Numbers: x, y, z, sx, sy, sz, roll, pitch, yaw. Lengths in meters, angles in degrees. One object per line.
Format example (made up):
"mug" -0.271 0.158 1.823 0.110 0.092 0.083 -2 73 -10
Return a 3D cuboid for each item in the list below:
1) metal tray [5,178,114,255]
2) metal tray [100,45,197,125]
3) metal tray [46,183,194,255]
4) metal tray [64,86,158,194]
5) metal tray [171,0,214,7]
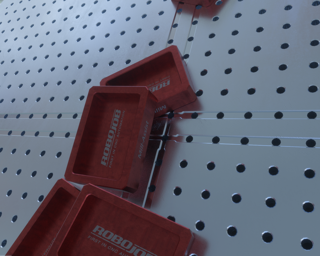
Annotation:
"metal tray" -0.128 0.139 0.384 0.090 0.030 0.130 23 74 36
"metal tray" -0.021 -0.056 0.448 0.130 0.030 0.090 -23 53 13
"metal tray" -0.041 0.125 0.325 0.130 0.030 0.090 20 72 18
"metal tray" -0.061 0.011 0.395 0.090 0.030 0.130 4 72 24
"metal tray" 0.080 -0.271 0.528 0.090 0.030 0.130 29 77 37
